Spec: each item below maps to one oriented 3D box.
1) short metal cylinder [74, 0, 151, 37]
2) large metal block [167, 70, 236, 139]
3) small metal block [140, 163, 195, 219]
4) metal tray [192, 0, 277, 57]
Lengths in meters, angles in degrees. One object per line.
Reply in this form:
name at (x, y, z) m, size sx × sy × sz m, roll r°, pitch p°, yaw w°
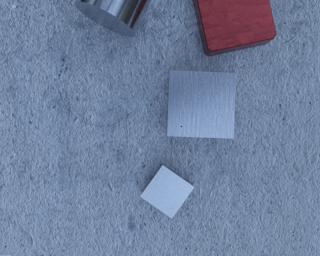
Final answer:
short metal cylinder at (-0.057, -0.155, 0.382) m, size 0.080 × 0.080 × 0.050 m, roll 25°, pitch 90°, yaw -1°
large metal block at (0.050, -0.029, 0.398) m, size 0.081 × 0.050 × 0.079 m, roll 2°, pitch 90°, yaw -1°
small metal block at (0.009, 0.082, 0.410) m, size 0.050 × 0.025 × 0.050 m, roll 35°, pitch 90°, yaw -1°
metal tray at (0.092, -0.169, 0.409) m, size 0.091 × 0.030 × 0.129 m, roll -12°, pitch 90°, yaw -1°
